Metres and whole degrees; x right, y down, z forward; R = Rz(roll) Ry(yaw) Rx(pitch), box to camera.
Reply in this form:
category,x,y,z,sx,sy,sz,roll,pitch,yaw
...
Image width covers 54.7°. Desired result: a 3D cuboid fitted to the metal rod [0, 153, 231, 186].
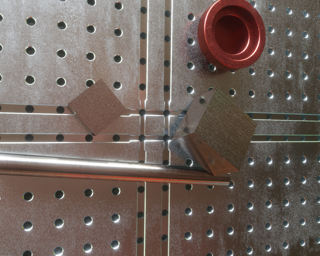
category,x,y,z,sx,sy,sz,roll,pitch,yaw
metal rod,-0.045,0.056,0.396,0.302,0.025,0.025,7,88,-20

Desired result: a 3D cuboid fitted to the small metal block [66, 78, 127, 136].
category,x,y,z,sx,sy,sz,roll,pitch,yaw
small metal block,-0.078,-0.025,0.384,0.050,0.025,0.050,-42,104,-15

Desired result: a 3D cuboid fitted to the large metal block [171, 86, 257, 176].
category,x,y,z,sx,sy,sz,roll,pitch,yaw
large metal block,0.074,0.006,0.416,0.080,0.050,0.080,40,58,-16

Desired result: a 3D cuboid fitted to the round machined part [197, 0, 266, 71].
category,x,y,z,sx,sy,sz,roll,pitch,yaw
round machined part,0.097,-0.130,0.441,0.099,0.042,0.097,0,90,-21
